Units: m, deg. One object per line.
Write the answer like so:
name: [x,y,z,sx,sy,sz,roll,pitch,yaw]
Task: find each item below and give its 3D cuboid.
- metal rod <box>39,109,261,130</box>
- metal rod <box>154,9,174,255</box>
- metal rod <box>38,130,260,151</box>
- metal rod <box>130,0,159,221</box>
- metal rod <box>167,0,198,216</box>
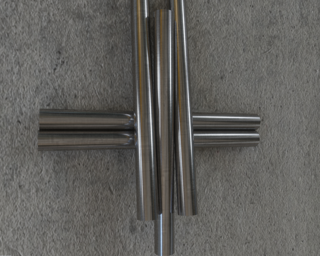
metal rod: [0.002,-0.010,0.413,0.303,0.025,0.025,0,90,-21]
metal rod: [0.005,0.006,0.386,0.025,0.025,0.298,0,90,-20]
metal rod: [0.000,0.015,0.412,0.303,0.025,0.025,0,90,-21]
metal rod: [-0.021,-0.042,0.381,0.025,0.025,0.298,0,82,-20]
metal rod: [0.028,-0.042,0.399,0.025,0.025,0.298,0,82,-20]
